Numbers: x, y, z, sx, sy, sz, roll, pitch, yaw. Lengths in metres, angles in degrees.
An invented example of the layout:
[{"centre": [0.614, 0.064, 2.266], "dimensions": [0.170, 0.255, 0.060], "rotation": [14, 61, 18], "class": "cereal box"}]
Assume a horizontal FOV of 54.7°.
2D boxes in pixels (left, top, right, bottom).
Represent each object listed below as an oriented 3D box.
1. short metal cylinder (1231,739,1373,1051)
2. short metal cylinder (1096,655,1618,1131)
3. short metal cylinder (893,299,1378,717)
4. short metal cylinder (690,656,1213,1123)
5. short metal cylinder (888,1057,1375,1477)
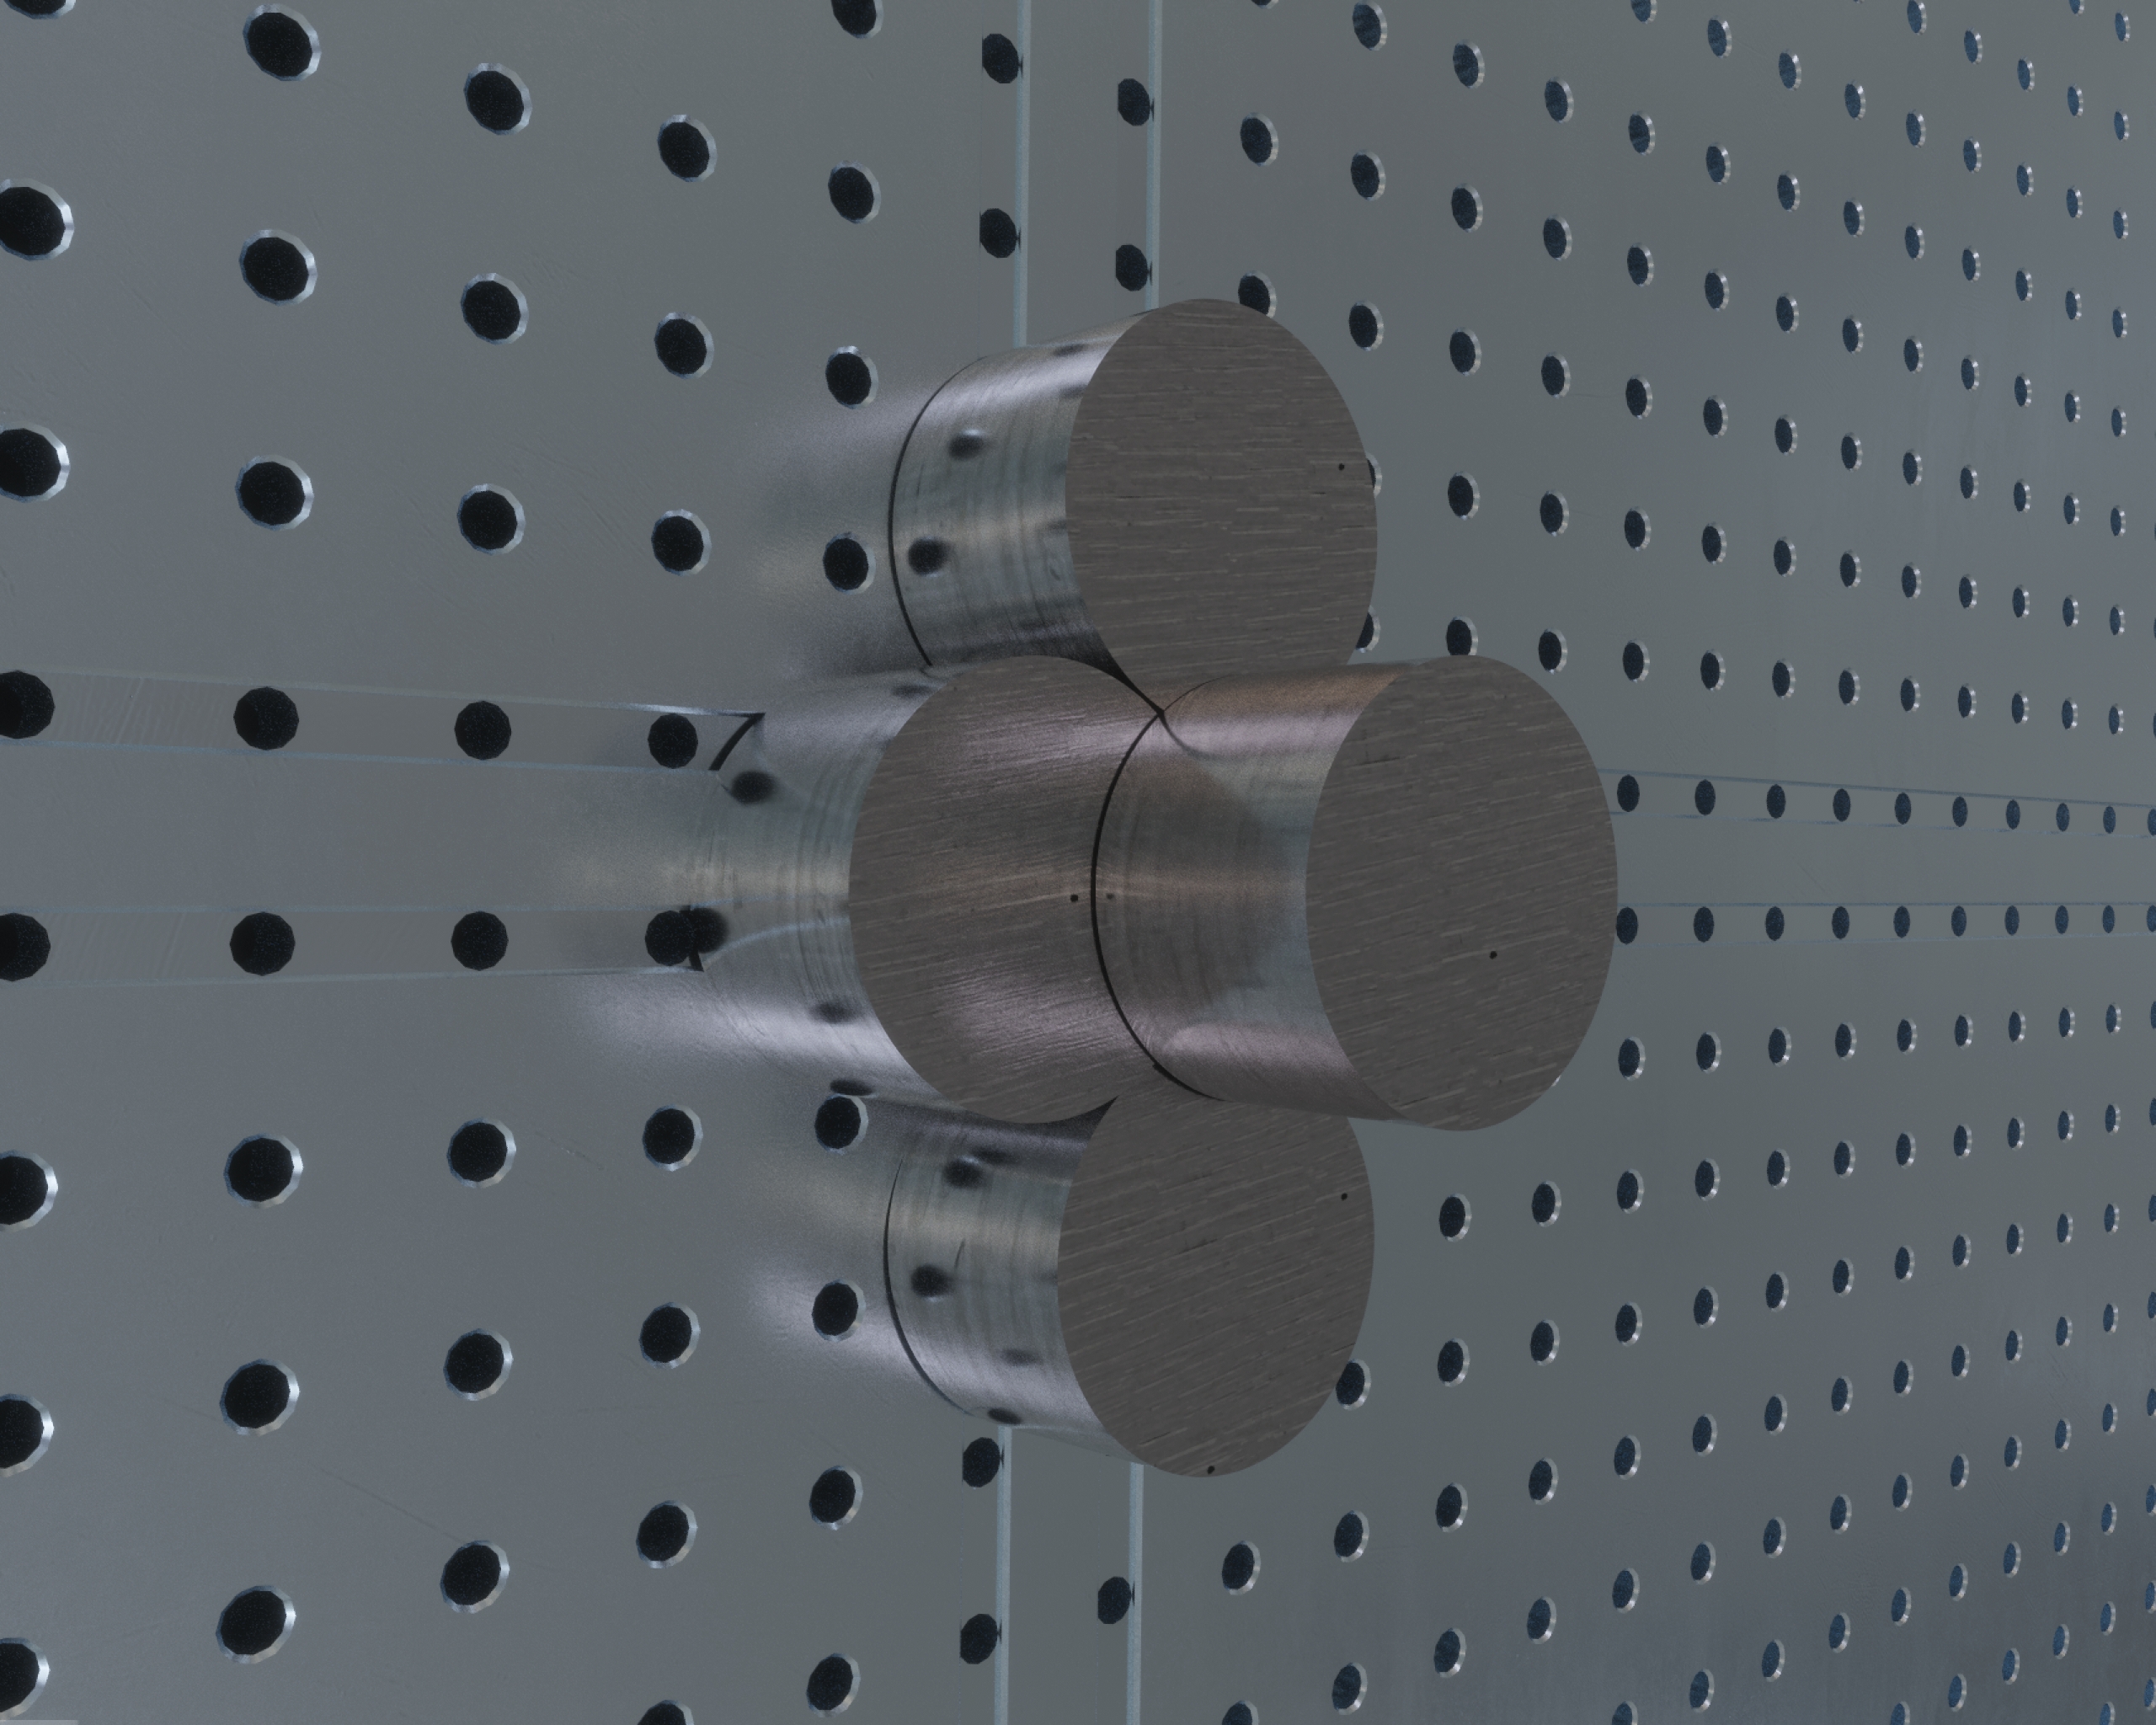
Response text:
[{"centre": [0.045, 0.005, 0.429], "dimensions": [0.081, 0.050, 0.079], "rotation": [0, 90, -40], "class": "short metal cylinder"}, {"centre": [0.050, 0.005, 0.368], "dimensions": [0.081, 0.050, 0.079], "rotation": [0, 90, -40], "class": "short metal cylinder"}, {"centre": [0.012, -0.063, 0.402], "dimensions": [0.081, 0.050, 0.079], "rotation": [0, 90, -41], "class": "short metal cylinder"}, {"centre": [-0.021, 0.004, 0.374], "dimensions": [0.081, 0.050, 0.079], "rotation": [0, 90, -40], "class": "short metal cylinder"}, {"centre": [0.011, 0.073, 0.401], "dimensions": [0.081, 0.050, 0.080], "rotation": [2, 87, -40], "class": "short metal cylinder"}]
